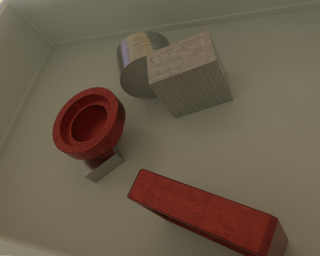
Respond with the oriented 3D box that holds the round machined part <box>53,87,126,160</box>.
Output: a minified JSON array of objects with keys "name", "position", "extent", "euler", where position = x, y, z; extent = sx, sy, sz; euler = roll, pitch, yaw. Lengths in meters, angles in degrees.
[{"name":"round machined part","position":[-0.088,-0.002,0.409],"extent":[0.098,0.042,0.098],"euler":[-13,56,20]}]

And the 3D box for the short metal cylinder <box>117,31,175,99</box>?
[{"name":"short metal cylinder","position":[-0.018,-0.086,0.432],"extent":[0.080,0.080,0.050],"euler":[-23,53,14]}]

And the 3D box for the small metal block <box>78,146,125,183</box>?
[{"name":"small metal block","position":[-0.083,0.038,0.424],"extent":[0.050,0.025,0.050],"euler":[-37,51,3]}]

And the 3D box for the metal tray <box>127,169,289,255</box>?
[{"name":"metal tray","position":[0.044,0.084,0.288],"extent":[0.130,0.090,0.030],"euler":[14,69,33]}]

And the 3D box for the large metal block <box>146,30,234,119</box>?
[{"name":"large metal block","position":[0.038,-0.063,0.388],"extent":[0.080,0.080,0.050],"euler":[-18,55,18]}]
